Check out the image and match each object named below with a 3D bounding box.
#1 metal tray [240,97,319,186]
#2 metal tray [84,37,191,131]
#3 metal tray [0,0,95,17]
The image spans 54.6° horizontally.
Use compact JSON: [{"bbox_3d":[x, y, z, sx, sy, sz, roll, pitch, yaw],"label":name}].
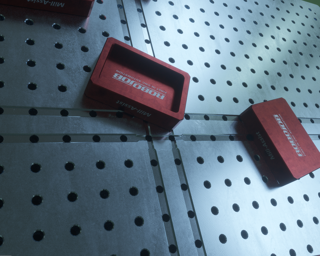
[{"bbox_3d":[0.197,0.018,0.499,0.091,0.030,0.130,-14,69,-34],"label":"metal tray"},{"bbox_3d":[-0.026,-0.061,0.427,0.131,0.030,0.090,22,53,-15],"label":"metal tray"},{"bbox_3d":[-0.167,-0.212,0.443,0.131,0.030,0.090,-2,63,-29],"label":"metal tray"}]
